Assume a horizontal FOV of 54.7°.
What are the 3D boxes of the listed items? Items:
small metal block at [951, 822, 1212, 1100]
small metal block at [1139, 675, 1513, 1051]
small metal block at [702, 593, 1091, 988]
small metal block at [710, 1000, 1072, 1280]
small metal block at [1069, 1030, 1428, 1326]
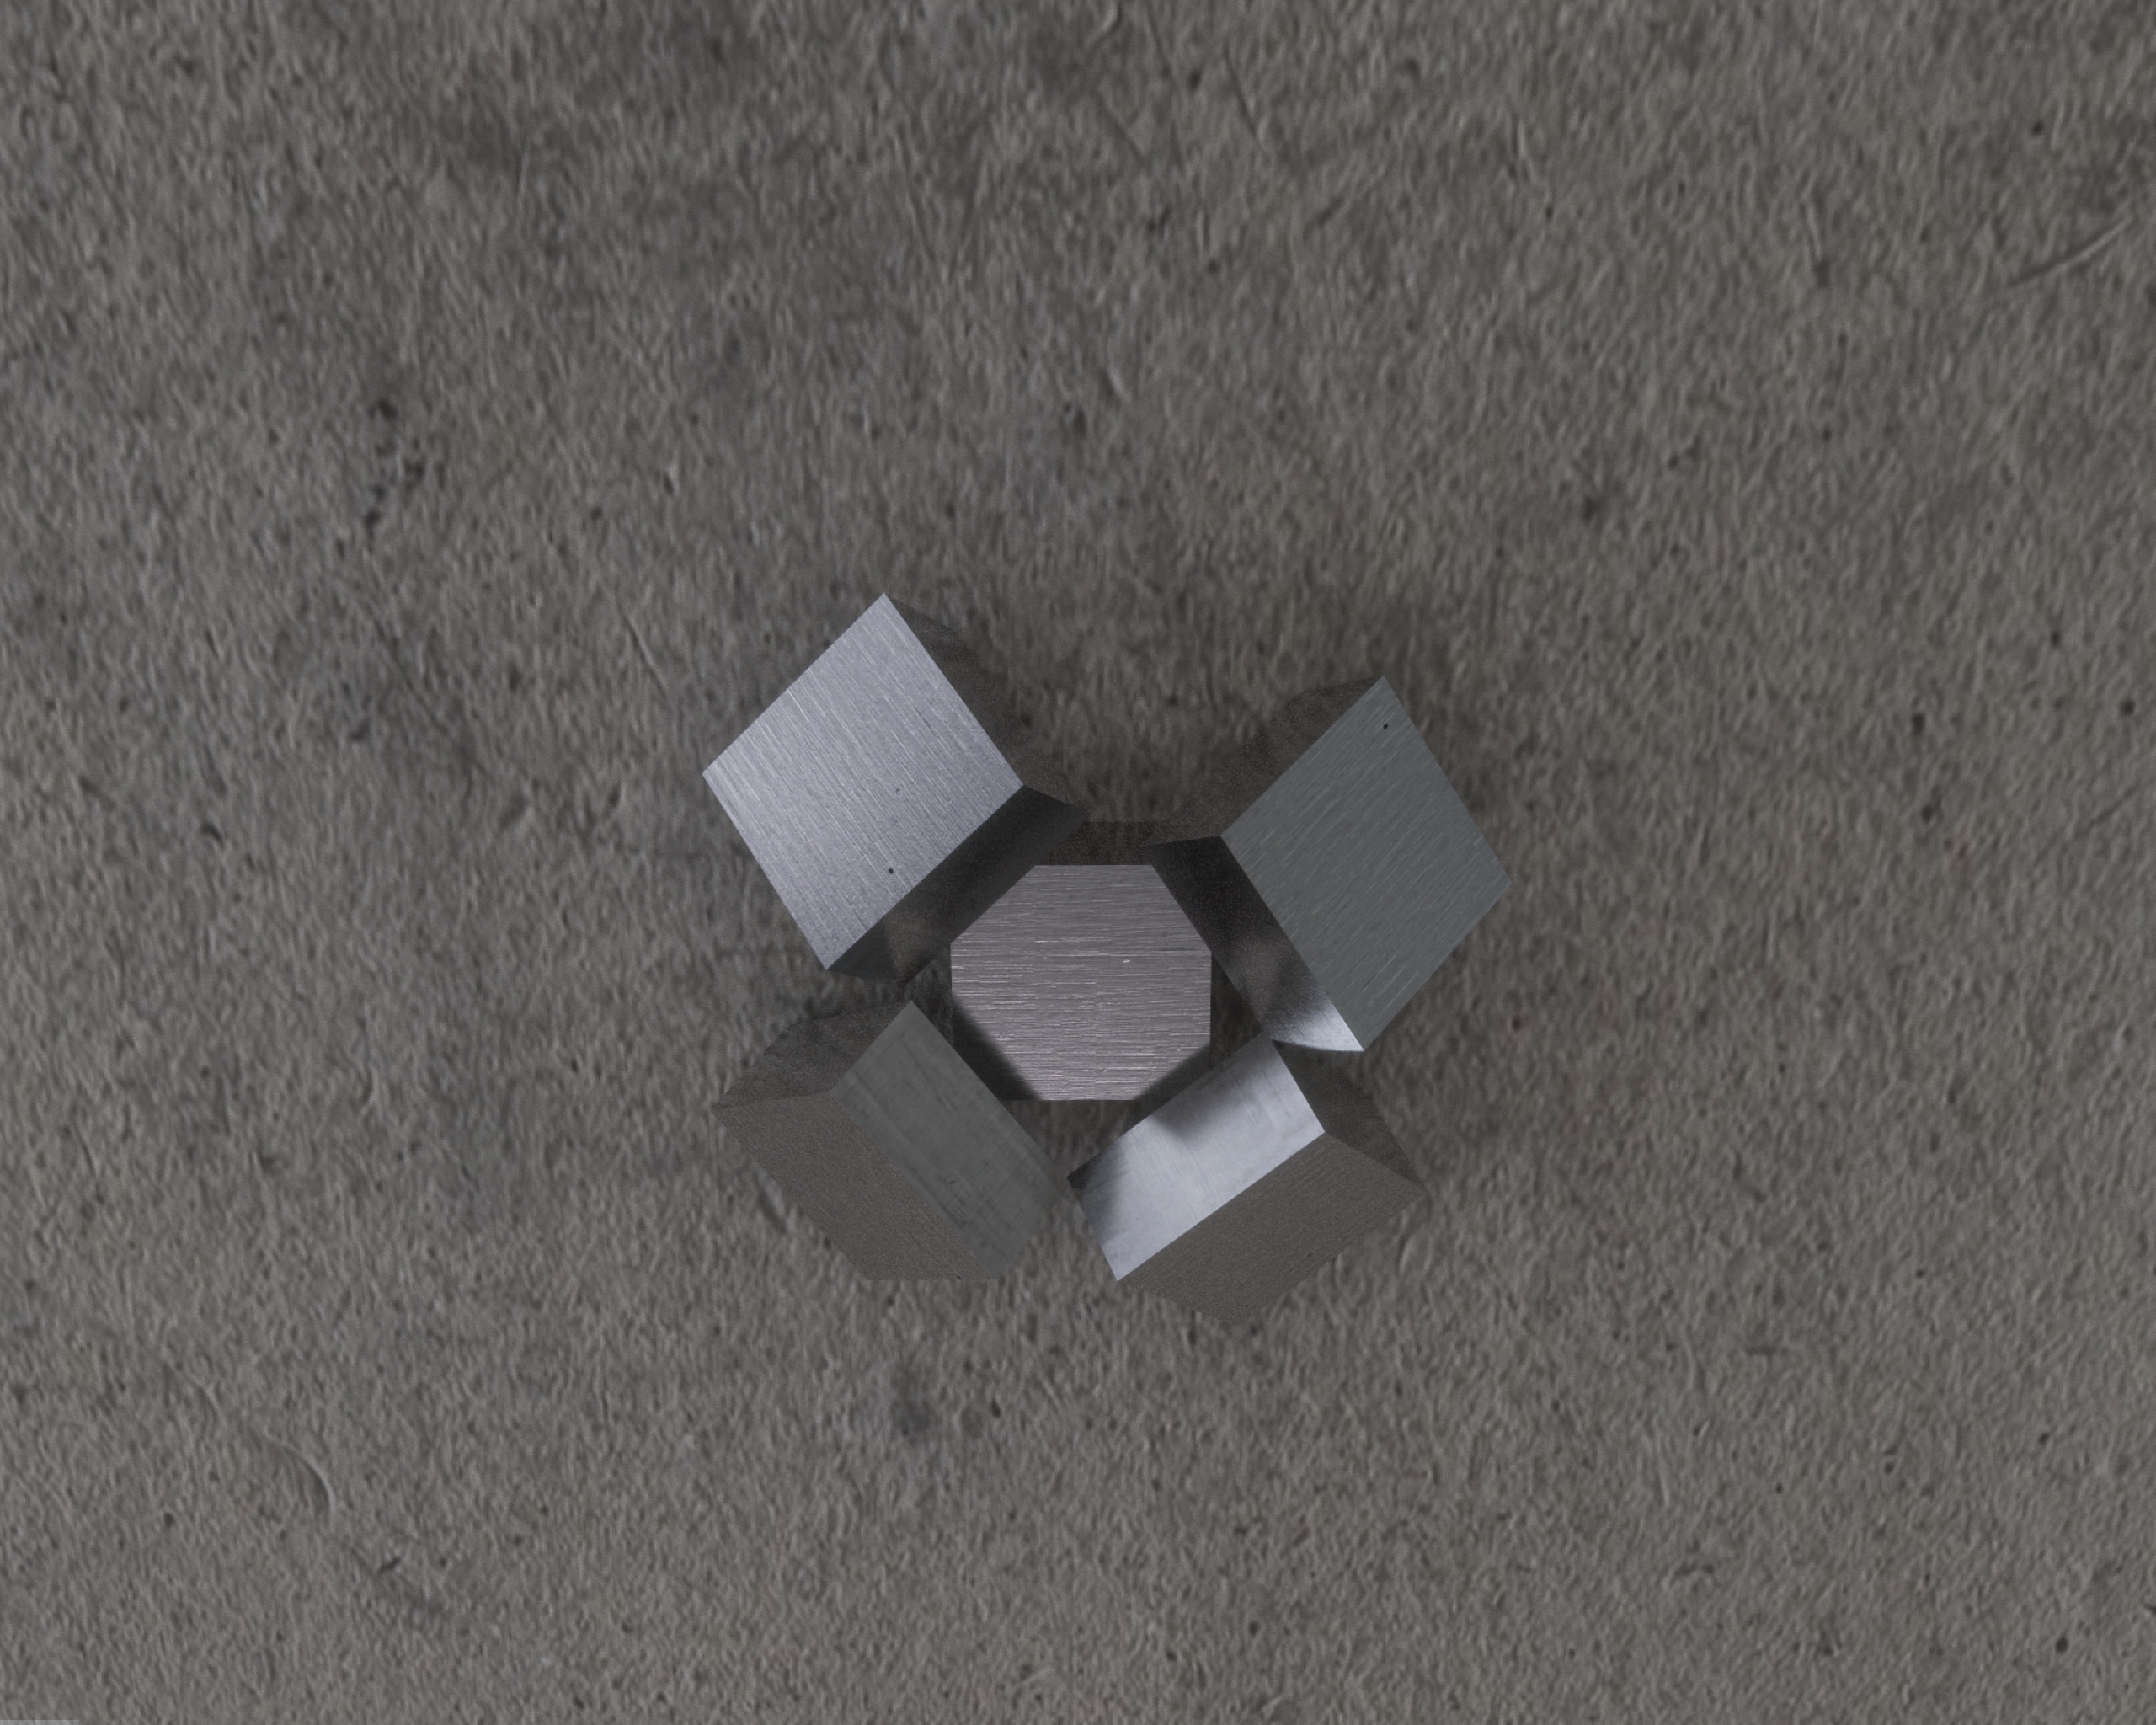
[{"bbox_3d":[0.001,0.019,0.417,0.050,0.025,0.050,0,110,0],"label":"small metal block"},{"bbox_3d":[0.048,0.001,0.396,0.050,0.025,0.050,-44,109,-28],"label":"small metal block"},{"bbox_3d":[-0.034,-0.013,0.390,0.050,0.025,0.050,-43,63,14],"label":"small metal block"},{"bbox_3d":[-0.038,0.057,0.415,0.050,0.025,0.050,51,146,-16],"label":"small metal block"},{"bbox_3d":[0.035,0.065,0.420,0.050,0.025,0.050,-38,144,13],"label":"small metal block"}]
